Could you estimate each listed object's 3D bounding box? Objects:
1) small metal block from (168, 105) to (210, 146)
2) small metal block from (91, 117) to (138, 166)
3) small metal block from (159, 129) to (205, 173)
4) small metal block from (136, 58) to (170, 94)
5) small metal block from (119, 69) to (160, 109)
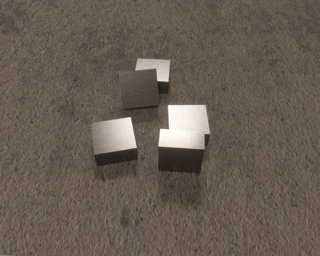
[{"bbox_3d":[0.036,-0.004,0.407,0.050,0.025,0.050,0,50,-1],"label":"small metal block"},{"bbox_3d":[-0.057,0.017,0.389,0.050,0.025,0.050,-9,51,-8],"label":"small metal block"},{"bbox_3d":[0.024,0.028,0.364,0.050,0.050,0.025,4,50,2],"label":"small metal block"},{"bbox_3d":[-0.011,-0.079,0.469,0.050,0.025,0.050,3,50,2],"label":"small metal block"},{"bbox_3d":[-0.029,-0.055,0.430,0.050,0.050,0.025,-6,10,-6],"label":"small metal block"}]
